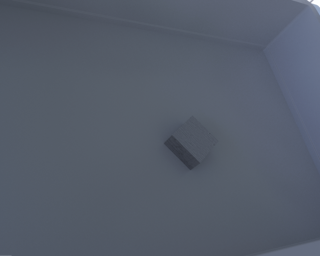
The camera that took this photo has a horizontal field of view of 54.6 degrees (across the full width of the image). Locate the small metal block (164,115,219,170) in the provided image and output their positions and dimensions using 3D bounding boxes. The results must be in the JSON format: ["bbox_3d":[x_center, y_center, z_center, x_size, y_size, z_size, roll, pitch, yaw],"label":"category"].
[{"bbox_3d":[0.042,0.019,0.416,0.050,0.025,0.050,45,51,3],"label":"small metal block"}]
